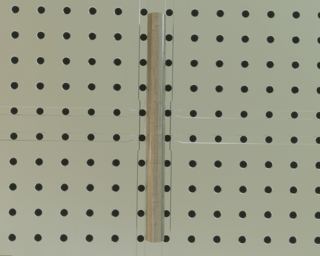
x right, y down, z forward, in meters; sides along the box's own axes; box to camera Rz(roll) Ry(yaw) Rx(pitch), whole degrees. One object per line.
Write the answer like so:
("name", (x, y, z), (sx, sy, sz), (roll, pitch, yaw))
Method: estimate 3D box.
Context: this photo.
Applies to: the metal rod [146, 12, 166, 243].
("metal rod", (-0.006, -0.001, 0.413), (0.025, 0.025, 0.298), (0, 90, -1))
